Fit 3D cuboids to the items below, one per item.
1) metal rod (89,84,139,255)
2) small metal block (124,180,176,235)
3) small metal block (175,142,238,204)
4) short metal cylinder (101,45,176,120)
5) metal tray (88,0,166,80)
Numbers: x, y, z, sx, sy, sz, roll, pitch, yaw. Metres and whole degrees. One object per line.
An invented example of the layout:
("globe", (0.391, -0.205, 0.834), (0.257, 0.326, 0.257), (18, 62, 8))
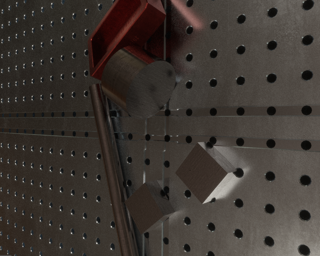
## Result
("metal rod", (-0.067, 0.078, 0.461), (0.025, 0.025, 0.299), (-21, 77, 38))
("small metal block", (-0.015, 0.107, 0.420), (0.050, 0.025, 0.050), (-47, 62, 29))
("small metal block", (0.054, 0.052, 0.364), (0.050, 0.025, 0.050), (47, 118, 29))
("short metal cylinder", (-0.026, -0.058, 0.393), (0.050, 0.081, 0.079), (37, 113, 33))
("metal tray", (-0.052, -0.135, 0.426), (0.129, 0.030, 0.090), (-42, 44, 31))
